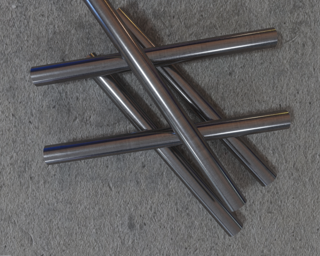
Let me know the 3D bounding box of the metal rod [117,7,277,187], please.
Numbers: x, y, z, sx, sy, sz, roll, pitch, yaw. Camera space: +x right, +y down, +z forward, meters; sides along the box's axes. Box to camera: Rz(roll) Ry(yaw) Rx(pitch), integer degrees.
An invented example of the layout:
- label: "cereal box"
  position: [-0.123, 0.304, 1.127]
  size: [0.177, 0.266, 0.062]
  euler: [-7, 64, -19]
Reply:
- label: "metal rod"
  position: [0.044, -0.040, 0.411]
  size: [0.025, 0.025, 0.300]
  euler: [-43, 91, 0]

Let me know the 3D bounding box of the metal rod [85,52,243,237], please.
- label: "metal rod"
  position: [0.003, 0.022, 0.410]
  size: [0.025, 0.025, 0.300]
  euler: [-41, 91, 0]

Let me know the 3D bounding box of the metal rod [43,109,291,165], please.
- label: "metal rod"
  position: [0.009, 0.011, 0.387]
  size: [0.302, 0.025, 0.025]
  euler: [-9, 90, -1]

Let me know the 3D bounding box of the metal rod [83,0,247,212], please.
- label: "metal rod"
  position: [0.006, -0.032, 0.361]
  size: [0.025, 0.025, 0.299]
  euler: [-35, 91, 0]

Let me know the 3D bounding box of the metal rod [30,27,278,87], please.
- label: "metal rod"
  position: [-0.006, -0.089, 0.386]
  size: [0.302, 0.025, 0.025]
  euler: [-10, 90, -1]
